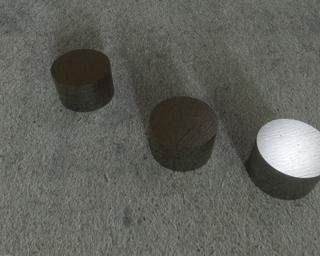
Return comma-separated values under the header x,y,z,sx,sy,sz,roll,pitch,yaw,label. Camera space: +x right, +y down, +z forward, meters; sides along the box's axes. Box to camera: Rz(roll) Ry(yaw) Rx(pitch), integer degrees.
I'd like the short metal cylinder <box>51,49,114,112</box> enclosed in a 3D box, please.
x,y,z,sx,sy,sz,roll,pitch,yaw,label
-0.109,-0.069,0.444,0.080,0.050,0.080,0,50,0,short metal cylinder

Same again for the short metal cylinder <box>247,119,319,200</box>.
x,y,z,sx,sy,sz,roll,pitch,yaw,label
0.147,0.036,0.358,0.080,0.050,0.080,0,50,0,short metal cylinder

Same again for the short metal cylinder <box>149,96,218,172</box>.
x,y,z,sx,sy,sz,roll,pitch,yaw,label
0.028,0.007,0.381,0.080,0.050,0.080,0,50,0,short metal cylinder
